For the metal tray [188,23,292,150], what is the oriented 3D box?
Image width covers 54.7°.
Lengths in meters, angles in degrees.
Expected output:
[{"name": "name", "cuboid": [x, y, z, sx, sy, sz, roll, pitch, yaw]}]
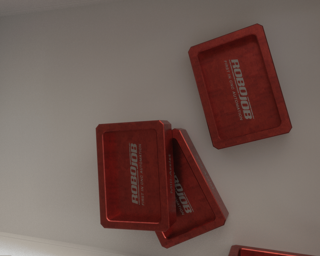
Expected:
[{"name": "metal tray", "cuboid": [0.095, -0.047, 0.374, 0.090, 0.030, 0.129, -16, 85, 19]}]

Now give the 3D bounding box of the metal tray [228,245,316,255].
[{"name": "metal tray", "cuboid": [0.137, 0.163, 0.327, 0.130, 0.090, 0.030, 1, 91, 19]}]

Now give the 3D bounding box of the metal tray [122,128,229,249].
[{"name": "metal tray", "cuboid": [0.018, 0.076, 0.400, 0.090, 0.030, 0.130, -29, 81, 17]}]

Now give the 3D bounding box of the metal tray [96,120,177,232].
[{"name": "metal tray", "cuboid": [-0.030, 0.057, 0.384, 0.090, 0.030, 0.129, -3, 89, 19]}]
